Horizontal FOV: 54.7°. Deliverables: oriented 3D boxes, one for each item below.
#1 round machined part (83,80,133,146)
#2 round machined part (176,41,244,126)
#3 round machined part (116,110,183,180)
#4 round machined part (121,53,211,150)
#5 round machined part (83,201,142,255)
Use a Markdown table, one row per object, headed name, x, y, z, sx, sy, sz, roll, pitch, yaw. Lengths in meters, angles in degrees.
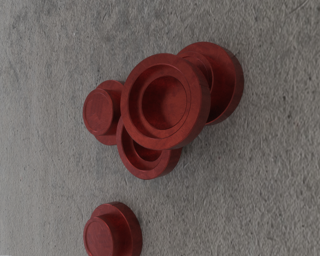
| name | x | y | z | sx | sy | sz | roll | pitch | yaw |
| --- | --- | --- | --- | --- | --- | --- | --- | --- | --- |
| round machined part | -0.077 | -0.023 | 0.458 | 0.098 | 0.042 | 0.097 | 0 | 90 | 40 |
| round machined part | 0.043 | -0.051 | 0.359 | 0.098 | 0.042 | 0.097 | 0 | 90 | 40 |
| round machined part | -0.009 | 0.014 | 0.398 | 0.098 | 0.042 | 0.097 | 5 | 97 | 43 |
| round machined part | 0.009 | -0.026 | 0.327 | 0.098 | 0.042 | 0.097 | -2 | 86 | 34 |
| round machined part | -0.076 | 0.161 | 0.457 | 0.098 | 0.042 | 0.097 | 0 | 90 | 40 |
